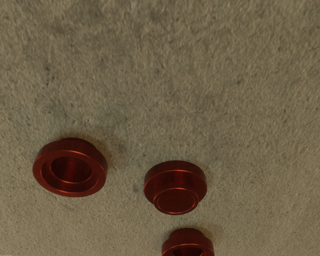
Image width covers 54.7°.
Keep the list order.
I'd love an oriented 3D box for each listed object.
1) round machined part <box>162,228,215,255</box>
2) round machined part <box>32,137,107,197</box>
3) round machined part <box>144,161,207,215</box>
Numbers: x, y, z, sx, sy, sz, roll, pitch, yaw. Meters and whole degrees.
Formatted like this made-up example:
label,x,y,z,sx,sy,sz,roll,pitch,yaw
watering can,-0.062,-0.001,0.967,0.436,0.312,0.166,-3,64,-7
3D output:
label,x,y,z,sx,sy,sz,roll,pitch,yaw
round machined part,0.052,0.228,0.591,0.099,0.042,0.097,-1,130,0
round machined part,-0.123,0.052,0.438,0.099,0.042,0.097,-1,130,0
round machined part,0.024,0.099,0.481,0.099,0.042,0.097,-1,130,0
